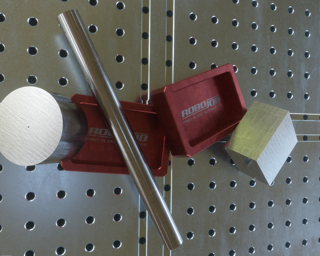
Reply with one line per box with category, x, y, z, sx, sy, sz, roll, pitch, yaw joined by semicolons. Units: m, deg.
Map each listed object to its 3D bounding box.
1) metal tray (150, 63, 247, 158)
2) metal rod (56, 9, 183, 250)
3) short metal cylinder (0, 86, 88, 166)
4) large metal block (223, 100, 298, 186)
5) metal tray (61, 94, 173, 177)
metal tray;0.058;-0.026;0.411;0.131;0.030;0.090;-25;99;-35
metal rod;-0.043;0.010;0.365;0.025;0.025;0.299;-27;99;-18
short metal cylinder;-0.126;-0.001;0.333;0.080;0.050;0.080;-1;86;15
large metal block;0.143;0.022;0.433;0.080;0.050;0.080;-53;137;-12
metal tray;-0.052;0.011;0.390;0.131;0.030;0.089;7;88;-20
